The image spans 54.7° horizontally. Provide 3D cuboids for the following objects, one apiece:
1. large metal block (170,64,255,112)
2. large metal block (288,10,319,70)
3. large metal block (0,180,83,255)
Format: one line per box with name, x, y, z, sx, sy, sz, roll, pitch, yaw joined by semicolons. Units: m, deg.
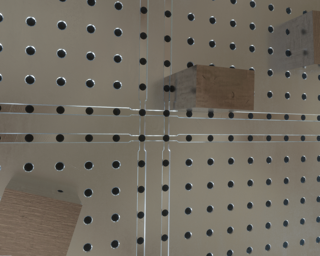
large metal block;0.066;-0.048;0.409;0.081;0.080;0.050;1;90;-20
large metal block;0.256;-0.137;0.496;0.081;0.050;0.079;-3;91;-20
large metal block;-0.142;0.111;0.348;0.081;0.050;0.080;19;84;-20
